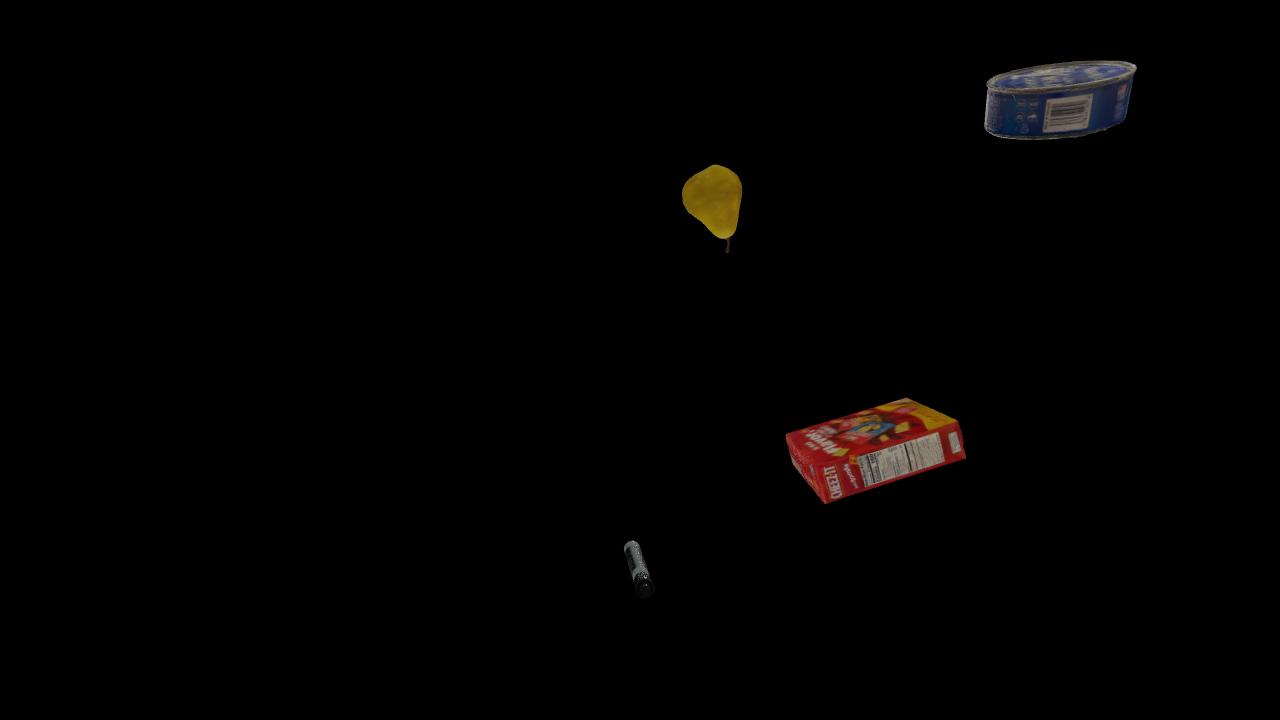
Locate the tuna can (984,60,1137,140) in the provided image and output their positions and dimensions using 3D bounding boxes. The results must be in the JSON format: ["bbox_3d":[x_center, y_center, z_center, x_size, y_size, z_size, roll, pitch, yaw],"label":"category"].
[{"bbox_3d":[0.283,-0.177,0.419,0.084,0.034,0.084,-10,29,5],"label":"tuna can"}]

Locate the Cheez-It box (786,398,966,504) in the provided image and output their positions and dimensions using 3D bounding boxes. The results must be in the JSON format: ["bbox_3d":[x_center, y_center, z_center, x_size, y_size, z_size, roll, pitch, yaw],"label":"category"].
[{"bbox_3d":[0.362,0.136,0.973,0.223,0.071,0.166,-17,9,1],"label":"Cheez-It box"}]

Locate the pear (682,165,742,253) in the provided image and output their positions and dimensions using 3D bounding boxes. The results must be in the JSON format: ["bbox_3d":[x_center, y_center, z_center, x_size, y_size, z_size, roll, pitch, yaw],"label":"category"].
[{"bbox_3d":[0.108,-0.202,0.822,0.080,0.111,0.080,-31,5,3],"label":"pear"}]

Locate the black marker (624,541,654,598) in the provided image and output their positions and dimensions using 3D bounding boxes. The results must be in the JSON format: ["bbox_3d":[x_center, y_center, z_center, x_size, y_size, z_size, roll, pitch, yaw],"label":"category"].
[{"bbox_3d":[-0.002,0.217,0.641,0.020,0.020,0.121,0,2,-7],"label":"black marker"}]
